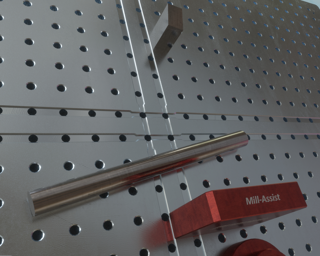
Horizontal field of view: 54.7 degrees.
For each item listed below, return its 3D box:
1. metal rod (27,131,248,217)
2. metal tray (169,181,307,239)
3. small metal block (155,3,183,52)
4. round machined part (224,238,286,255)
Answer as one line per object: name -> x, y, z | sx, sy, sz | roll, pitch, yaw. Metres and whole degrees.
metal rod -> -0.001, 0.044, 0.380 | 0.303, 0.025, 0.025 | -13, 69, -33
metal tray -> 0.088, 0.094, 0.356 | 0.131, 0.090, 0.030 | 1, 62, -28
small metal block -> 0.013, -0.161, 0.497 | 0.025, 0.050, 0.050 | 14, 56, -21
round machined part -> 0.120, 0.177, 0.354 | 0.099, 0.042, 0.098 | 14, 56, -21
